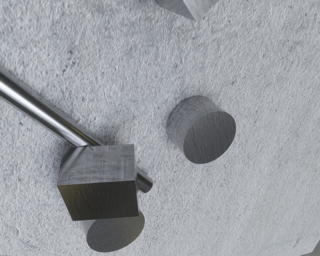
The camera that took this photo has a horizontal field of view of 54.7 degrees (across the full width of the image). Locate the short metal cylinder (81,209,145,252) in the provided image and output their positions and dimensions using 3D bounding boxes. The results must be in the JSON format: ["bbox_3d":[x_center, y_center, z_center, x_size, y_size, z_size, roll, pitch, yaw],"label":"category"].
[{"bbox_3d":[-0.068,0.124,0.431,0.081,0.050,0.079,-14,124,-21],"label":"short metal cylinder"}]

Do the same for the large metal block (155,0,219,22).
[{"bbox_3d":[0.012,-0.153,0.283,0.050,0.080,0.080,-44,130,2],"label":"large metal block"}]

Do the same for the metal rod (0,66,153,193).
[{"bbox_3d":[-0.104,0.003,0.351,0.025,0.025,0.300,-44,129,2],"label":"metal rod"}]

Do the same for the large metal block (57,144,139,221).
[{"bbox_3d":[-0.068,0.066,0.367,0.081,0.050,0.080,-3,137,-3],"label":"large metal block"}]

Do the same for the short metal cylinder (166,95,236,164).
[{"bbox_3d":[0.055,0.002,0.422,0.081,0.050,0.079,-14,124,-21],"label":"short metal cylinder"}]
